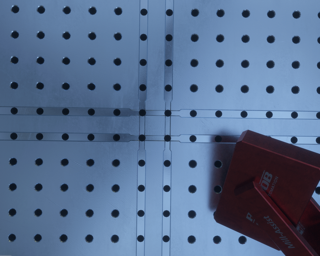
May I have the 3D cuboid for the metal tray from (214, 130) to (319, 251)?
[{"bbox_3d":[0.123,0.075,0.367,0.090,0.030,0.129,20,123,20],"label":"metal tray"}]

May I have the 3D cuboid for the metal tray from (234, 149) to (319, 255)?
[{"bbox_3d":[0.156,0.099,0.383,0.130,0.091,0.030,50,129,0],"label":"metal tray"}]
